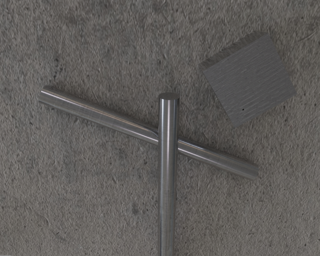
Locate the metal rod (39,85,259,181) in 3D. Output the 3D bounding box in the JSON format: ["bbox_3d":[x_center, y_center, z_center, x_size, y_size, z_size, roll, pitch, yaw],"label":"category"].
[{"bbox_3d":[-0.008,0.009,0.413,0.302,0.025,0.025,21,109,-8],"label":"metal rod"}]

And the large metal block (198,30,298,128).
[{"bbox_3d":[0.103,-0.060,0.375,0.080,0.050,0.080,-30,108,10],"label":"large metal block"}]

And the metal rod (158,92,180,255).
[{"bbox_3d":[0.010,0.096,0.427,0.025,0.025,0.298,0,117,0],"label":"metal rod"}]
